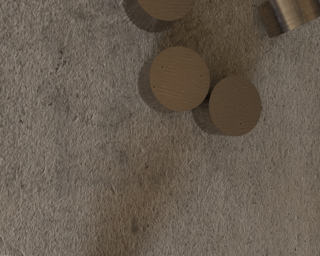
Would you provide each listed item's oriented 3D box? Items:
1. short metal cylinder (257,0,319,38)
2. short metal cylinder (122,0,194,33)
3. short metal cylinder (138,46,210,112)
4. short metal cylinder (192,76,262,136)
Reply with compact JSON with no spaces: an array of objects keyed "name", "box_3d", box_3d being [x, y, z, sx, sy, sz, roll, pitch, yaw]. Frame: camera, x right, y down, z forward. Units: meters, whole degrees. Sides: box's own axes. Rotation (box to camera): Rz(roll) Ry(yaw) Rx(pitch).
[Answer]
[{"name":"short metal cylinder","box_3d":[0.188,-0.171,0.449,0.080,0.080,0.050,-29,100,-18]},{"name":"short metal cylinder","box_3d":[-0.003,-0.169,0.394,0.081,0.050,0.080,0,90,-20]},{"name":"short metal cylinder","box_3d":[0.017,-0.060,0.402,0.081,0.050,0.080,0,90,-20]},{"name":"short metal cylinder","box_3d":[0.091,-0.029,0.429,0.081,0.050,0.080,0,90,-20]}]
